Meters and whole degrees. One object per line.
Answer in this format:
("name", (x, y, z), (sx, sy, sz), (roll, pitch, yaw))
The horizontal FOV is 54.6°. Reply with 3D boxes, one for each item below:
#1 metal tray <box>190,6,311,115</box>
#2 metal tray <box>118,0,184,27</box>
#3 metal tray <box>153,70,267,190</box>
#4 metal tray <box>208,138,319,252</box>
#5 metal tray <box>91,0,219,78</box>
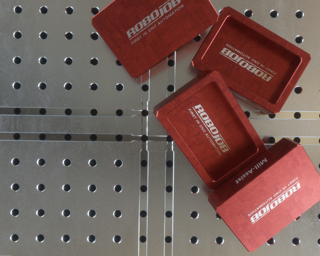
("metal tray", (0.117, -0.087, 0.411), (0.130, 0.030, 0.090), (31, 90, 0))
("metal tray", (0.004, -0.203, 0.410), (0.090, 0.030, 0.129), (19, 90, 0))
("metal tray", (0.064, 0.003, 0.393), (0.090, 0.030, 0.130), (-36, 106, 0))
("metal tray", (0.139, 0.086, 0.397), (0.130, 0.030, 0.090), (-38, 110, 0))
("metal tray", (-0.006, -0.135, 0.384), (0.130, 0.030, 0.090), (-33, 106, 13))
